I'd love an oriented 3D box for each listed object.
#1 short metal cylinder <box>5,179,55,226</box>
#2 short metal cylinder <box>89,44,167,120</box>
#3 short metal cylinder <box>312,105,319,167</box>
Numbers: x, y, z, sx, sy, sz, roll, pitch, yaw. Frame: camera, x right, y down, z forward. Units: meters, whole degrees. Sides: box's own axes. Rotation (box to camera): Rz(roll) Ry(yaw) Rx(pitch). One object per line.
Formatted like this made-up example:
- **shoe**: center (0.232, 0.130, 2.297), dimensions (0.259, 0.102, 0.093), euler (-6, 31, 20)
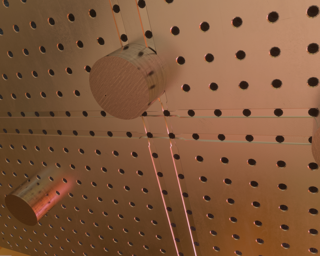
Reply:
- **short metal cylinder**: center (-0.263, 0.150, 0.627), dimensions (0.080, 0.050, 0.079), euler (13, 124, 21)
- **short metal cylinder**: center (-0.038, -0.057, 0.380), dimensions (0.080, 0.050, 0.079), euler (13, 124, 20)
- **short metal cylinder**: center (0.192, 0.007, 0.298), dimensions (0.080, 0.050, 0.079), euler (13, 124, 21)
